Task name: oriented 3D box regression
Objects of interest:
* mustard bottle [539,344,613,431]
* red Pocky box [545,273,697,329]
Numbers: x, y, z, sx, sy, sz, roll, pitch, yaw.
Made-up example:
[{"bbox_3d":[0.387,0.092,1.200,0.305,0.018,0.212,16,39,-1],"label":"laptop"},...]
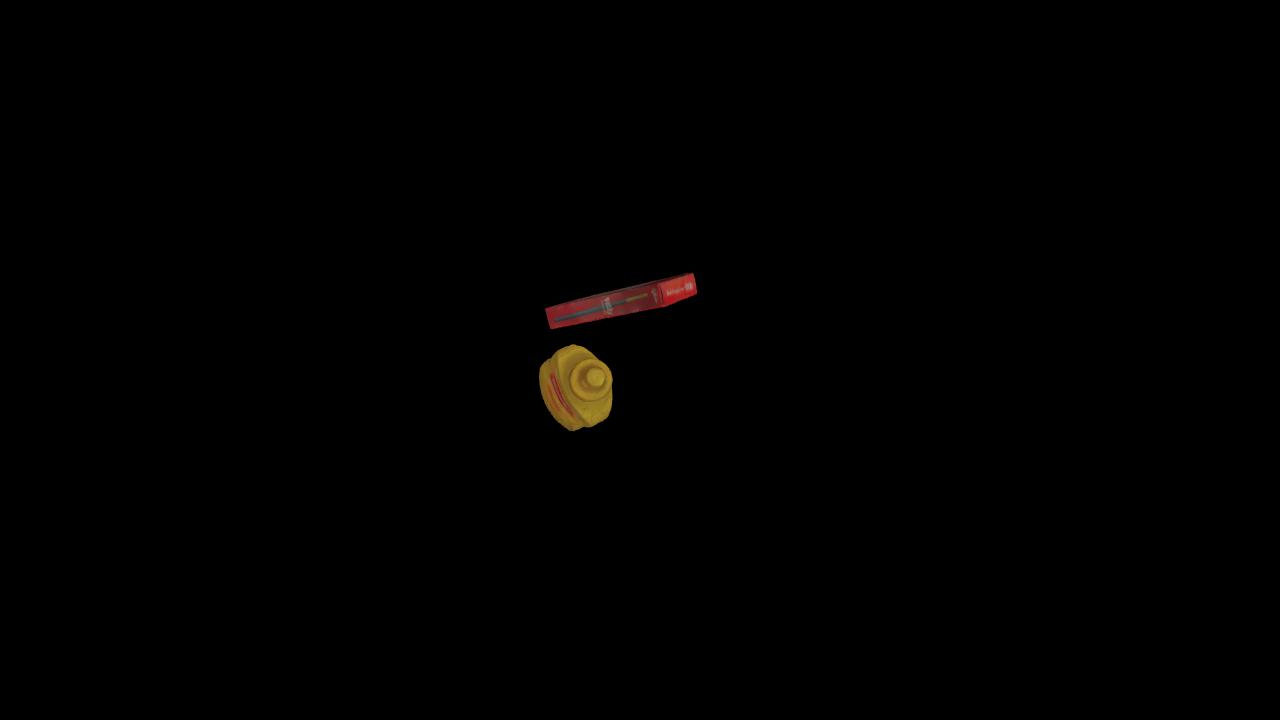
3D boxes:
[{"bbox_3d":[-0.066,0.028,0.664,0.054,0.092,0.184,-18,-2,-19],"label":"mustard bottle"},{"bbox_3d":[-0.022,-0.065,0.685,0.155,0.028,0.083,-9,8,32],"label":"red Pocky box"}]
